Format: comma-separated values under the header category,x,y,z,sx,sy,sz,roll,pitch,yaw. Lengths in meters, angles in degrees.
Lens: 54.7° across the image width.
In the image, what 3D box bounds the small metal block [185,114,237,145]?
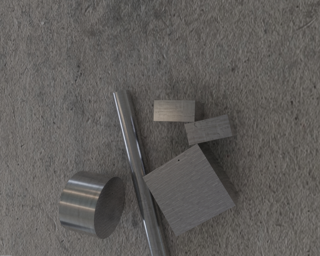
category,x,y,z,sx,sy,sz,roll,pitch,yaw
small metal block,0.063,0.002,0.374,0.050,0.050,0.025,-14,85,19

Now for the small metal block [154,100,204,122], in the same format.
category,x,y,z,sx,sy,sz,roll,pitch,yaw
small metal block,0.025,-0.020,0.387,0.050,0.050,0.025,2,91,20

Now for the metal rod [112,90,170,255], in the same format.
category,x,y,z,sx,sy,sz,roll,pitch,yaw
metal rod,-0.018,0.096,0.415,0.025,0.025,0.298,-16,85,19

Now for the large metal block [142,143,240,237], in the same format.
category,x,y,z,sx,sy,sz,roll,pitch,yaw
large metal block,0.039,0.072,0.382,0.080,0.050,0.080,-34,80,17

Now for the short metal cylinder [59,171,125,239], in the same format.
category,x,y,z,sx,sy,sz,roll,pitch,yaw
short metal cylinder,-0.087,0.100,0.411,0.050,0.080,0.079,7,93,20
